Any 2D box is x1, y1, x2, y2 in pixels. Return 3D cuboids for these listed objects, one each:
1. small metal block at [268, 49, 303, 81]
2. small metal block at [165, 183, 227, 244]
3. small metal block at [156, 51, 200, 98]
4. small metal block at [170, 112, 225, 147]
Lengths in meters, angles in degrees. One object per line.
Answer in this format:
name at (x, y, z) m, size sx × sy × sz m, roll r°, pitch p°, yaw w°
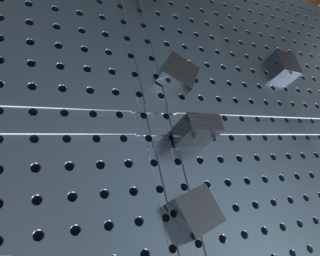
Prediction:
small metal block at (0.249, -0.125, 0.617) m, size 0.050 × 0.025 × 0.050 m, roll 5°, pitch 60°, yaw -26°
small metal block at (0.043, 0.100, 0.369) m, size 0.050 × 0.025 × 0.050 m, roll -18°, pitch 71°, yaw -35°
small metal block at (0.028, -0.082, 0.472) m, size 0.050 × 0.025 × 0.050 m, roll 30°, pitch 52°, yaw -9°
small metal block at (0.049, 0.003, 0.416) m, size 0.050 × 0.050 × 0.025 m, roll 3°, pitch 61°, yaw -27°
